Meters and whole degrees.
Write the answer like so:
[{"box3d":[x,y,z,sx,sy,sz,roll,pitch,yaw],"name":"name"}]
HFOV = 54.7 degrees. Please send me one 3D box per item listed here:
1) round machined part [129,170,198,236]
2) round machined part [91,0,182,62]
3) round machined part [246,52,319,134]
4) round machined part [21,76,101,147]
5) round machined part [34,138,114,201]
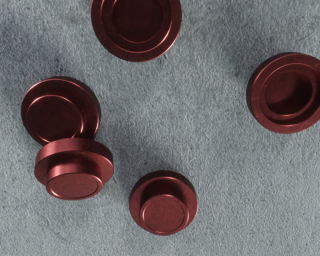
[{"box3d":[0.005,0.113,0.442,0.099,0.042,0.097,0,110,0],"name":"round machined part"},{"box3d":[-0.025,-0.127,0.353,0.099,0.042,0.097,0,110,0],"name":"round machined part"},{"box3d":[0.156,-0.045,0.385,0.099,0.042,0.097,0,110,0],"name":"round machined part"},{"box3d":[-0.128,-0.014,0.394,0.099,0.042,0.097,0,110,0],"name":"round machined part"},{"box3d":[-0.109,0.059,0.398,0.099,0.042,0.097,-7,141,-5],"name":"round machined part"}]
